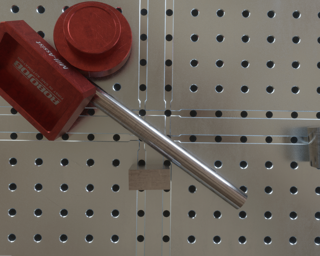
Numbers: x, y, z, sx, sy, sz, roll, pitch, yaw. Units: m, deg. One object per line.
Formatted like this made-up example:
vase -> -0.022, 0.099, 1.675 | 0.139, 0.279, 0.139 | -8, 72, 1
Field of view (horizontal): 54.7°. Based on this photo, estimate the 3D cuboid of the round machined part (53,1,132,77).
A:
round machined part -> -0.085, -0.117, 0.393 | 0.099, 0.042, 0.098 | 2, 79, -9

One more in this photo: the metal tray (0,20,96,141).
metal tray -> -0.155, -0.058, 0.388 | 0.130, 0.030, 0.090 | 43, 119, -1

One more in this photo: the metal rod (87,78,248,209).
metal rod -> -0.012, 0.010, 0.413 | 0.301, 0.025, 0.025 | 36, 90, -1

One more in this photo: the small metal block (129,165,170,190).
small metal block -> -0.013, 0.063, 0.401 | 0.050, 0.050, 0.025 | -1, 90, -1

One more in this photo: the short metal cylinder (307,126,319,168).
short metal cylinder -> 0.231, 0.021, 0.389 | 0.081, 0.080, 0.050 | -5, 90, -1
